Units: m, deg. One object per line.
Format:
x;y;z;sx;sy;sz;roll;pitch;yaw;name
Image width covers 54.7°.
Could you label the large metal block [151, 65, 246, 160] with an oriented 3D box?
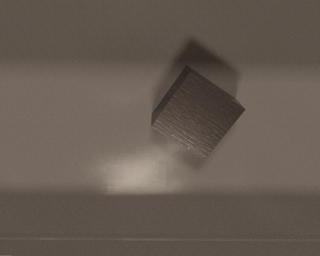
0.045;-0.020;0.391;0.080;0.050;0.080;32;107;-12;large metal block
